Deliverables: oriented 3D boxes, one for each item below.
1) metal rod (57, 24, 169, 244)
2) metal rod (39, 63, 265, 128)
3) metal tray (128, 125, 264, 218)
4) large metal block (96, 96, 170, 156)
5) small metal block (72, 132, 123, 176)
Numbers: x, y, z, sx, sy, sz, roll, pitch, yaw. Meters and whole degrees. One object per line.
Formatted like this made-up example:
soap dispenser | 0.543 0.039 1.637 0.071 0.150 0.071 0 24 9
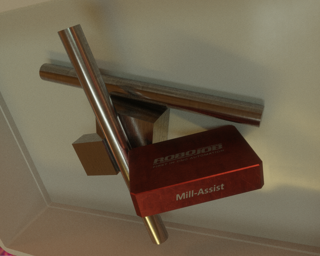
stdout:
metal rod | -0.048 0.024 0.381 0.025 0.025 0.298 -7 115 31
metal rod | -0.025 -0.046 0.391 0.301 0.025 0.025 14 124 20
metal tray | 0.033 0.042 0.338 0.131 0.090 0.030 -13 116 -1
large metal block | -0.036 0.005 0.412 0.080 0.050 0.079 17 125 18
small metal block | -0.078 0.034 0.403 0.050 0.025 0.050 -7 115 30
